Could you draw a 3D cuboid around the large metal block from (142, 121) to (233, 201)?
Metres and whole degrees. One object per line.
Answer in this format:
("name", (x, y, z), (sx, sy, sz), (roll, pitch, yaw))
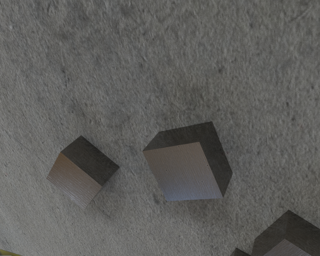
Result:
("large metal block", (0.037, 0.045, 0.398), (0.080, 0.050, 0.080), (-12, 113, 33))

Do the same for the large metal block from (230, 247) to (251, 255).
("large metal block", (0.132, 0.242, 0.470), (0.080, 0.050, 0.079), (26, 127, 12))

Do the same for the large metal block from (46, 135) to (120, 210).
("large metal block", (-0.125, 0.073, 0.499), (0.080, 0.050, 0.080), (40, 129, 1))

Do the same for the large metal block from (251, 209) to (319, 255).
("large metal block", (0.176, 0.166, 0.401), (0.080, 0.050, 0.079), (32, 128, 7))
